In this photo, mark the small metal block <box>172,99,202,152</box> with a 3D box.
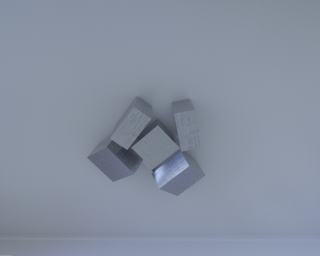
[{"bbox_3d":[0.033,-0.005,0.394,0.025,0.050,0.050,-11,110,3],"label":"small metal block"}]

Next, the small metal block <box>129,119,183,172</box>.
[{"bbox_3d":[-0.005,0.025,0.418,0.050,0.025,0.050,-40,106,13],"label":"small metal block"}]

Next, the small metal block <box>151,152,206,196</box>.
[{"bbox_3d":[0.026,0.063,0.419,0.050,0.025,0.050,-39,143,12],"label":"small metal block"}]

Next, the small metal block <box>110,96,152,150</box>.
[{"bbox_3d":[-0.035,-0.007,0.392,0.025,0.050,0.050,35,106,-12],"label":"small metal block"}]

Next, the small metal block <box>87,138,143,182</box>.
[{"bbox_3d":[-0.060,0.041,0.412,0.050,0.025,0.050,47,136,-16],"label":"small metal block"}]
